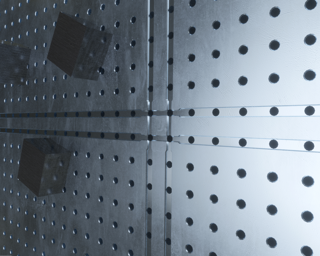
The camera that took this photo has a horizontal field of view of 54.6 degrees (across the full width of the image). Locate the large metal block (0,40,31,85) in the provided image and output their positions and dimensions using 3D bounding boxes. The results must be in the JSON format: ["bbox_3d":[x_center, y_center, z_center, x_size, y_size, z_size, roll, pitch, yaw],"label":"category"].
[{"bbox_3d":[-0.326,-0.138,0.645,0.050,0.081,0.080,28,108,36],"label":"large metal block"}]

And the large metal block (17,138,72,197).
[{"bbox_3d":[-0.215,0.069,0.573,0.080,0.050,0.080,23,105,37],"label":"large metal block"}]

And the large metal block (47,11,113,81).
[{"bbox_3d":[-0.132,-0.132,0.504,0.080,0.050,0.080,36,112,34],"label":"large metal block"}]
